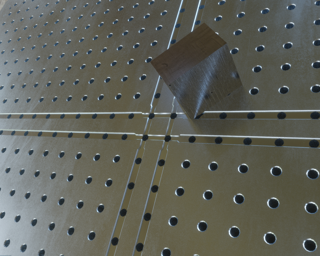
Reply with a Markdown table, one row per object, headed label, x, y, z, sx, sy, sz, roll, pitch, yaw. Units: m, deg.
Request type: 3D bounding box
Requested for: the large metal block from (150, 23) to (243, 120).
| label | x | y | z | sx | sy | sz | roll | pitch | yaw |
| --- | --- | --- | --- | --- | --- | --- | --- | --- | --- |
| large metal block | 0.048 | -0.068 | 0.391 | 0.080 | 0.080 | 0.050 | -35 | 51 | 5 |
